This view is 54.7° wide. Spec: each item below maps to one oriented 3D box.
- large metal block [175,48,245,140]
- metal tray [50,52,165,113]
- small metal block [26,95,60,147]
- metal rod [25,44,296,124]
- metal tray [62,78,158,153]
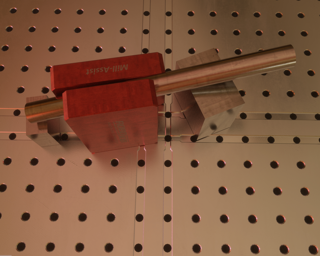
[{"bbox_3d":[0.058,-0.040,0.397,0.050,0.080,0.080,-21,72,-8],"label":"large metal block"},{"bbox_3d":[-0.060,-0.052,0.395,0.131,0.090,0.030,-8,72,-4],"label":"metal tray"},{"bbox_3d":[-0.150,-0.008,0.399,0.025,0.050,0.050,-8,70,-3],"label":"small metal block"},{"bbox_3d":[-0.004,-0.048,0.349,0.302,0.025,0.025,-12,70,5],"label":"metal rod"},{"bbox_3d":[-0.049,-0.008,0.358,0.091,0.130,0.030,-9,71,-4],"label":"metal tray"}]
